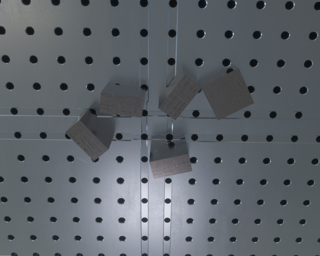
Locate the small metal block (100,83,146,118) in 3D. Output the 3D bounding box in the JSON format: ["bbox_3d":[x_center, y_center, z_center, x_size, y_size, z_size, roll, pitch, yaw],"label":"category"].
[{"bbox_3d":[-0.045,-0.035,0.387,0.050,0.050,0.025,7,110,-3],"label":"small metal block"}]

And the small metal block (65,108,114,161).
[{"bbox_3d":[-0.089,0.007,0.402,0.025,0.050,0.050,-38,106,13],"label":"small metal block"}]

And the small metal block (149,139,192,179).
[{"bbox_3d":[0.014,0.040,0.415,0.050,0.050,0.025,-12,110,4],"label":"small metal block"}]

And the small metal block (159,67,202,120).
[{"bbox_3d":[0.023,-0.043,0.384,0.025,0.050,0.050,35,106,-12],"label":"small metal block"}]

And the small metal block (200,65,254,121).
[{"bbox_3d":[0.085,-0.045,0.397,0.050,0.025,0.050,-26,108,9],"label":"small metal block"}]
